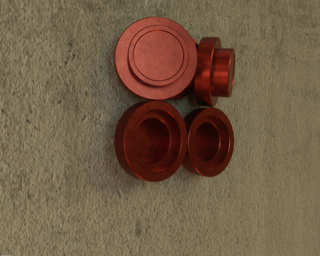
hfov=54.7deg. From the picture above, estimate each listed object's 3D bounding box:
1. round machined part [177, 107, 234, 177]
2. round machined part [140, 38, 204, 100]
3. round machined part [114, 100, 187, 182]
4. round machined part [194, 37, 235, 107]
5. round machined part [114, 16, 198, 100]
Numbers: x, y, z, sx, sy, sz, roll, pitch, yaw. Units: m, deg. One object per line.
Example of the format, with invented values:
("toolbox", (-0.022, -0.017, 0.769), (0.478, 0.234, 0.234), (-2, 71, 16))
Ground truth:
("round machined part", (0.060, 0.020, 0.448), (0.099, 0.042, 0.097), (0, 90, -40))
("round machined part", (0.020, -0.087, 0.413), (0.099, 0.042, 0.097), (0, 90, -40))
("round machined part", (-0.015, 0.015, 0.384), (0.099, 0.042, 0.097), (0, 90, -40))
("round machined part", (0.081, -0.078, 0.437), (0.098, 0.042, 0.097), (5, 91, -71))
("round machined part", (-0.004, -0.081, 0.363), (0.099, 0.042, 0.097), (0, 93, -7))
